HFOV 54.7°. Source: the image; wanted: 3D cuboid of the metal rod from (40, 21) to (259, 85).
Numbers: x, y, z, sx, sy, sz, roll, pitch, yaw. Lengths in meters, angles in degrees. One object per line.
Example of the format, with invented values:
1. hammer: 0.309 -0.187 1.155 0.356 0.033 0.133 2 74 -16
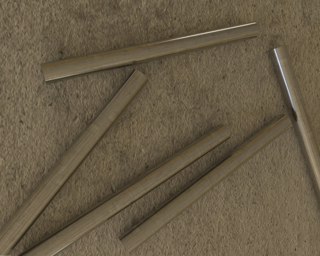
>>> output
1. metal rod: 0.001 -0.104 0.409 0.302 0.025 0.025 -17 96 -19

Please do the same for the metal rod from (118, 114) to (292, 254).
1. metal rod: 0.074 0.069 0.436 0.302 0.025 0.025 -34 101 -17

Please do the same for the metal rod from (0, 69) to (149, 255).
1. metal rod: -0.113 0.049 0.367 0.025 0.025 0.300 41 77 -16

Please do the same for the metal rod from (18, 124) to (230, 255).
1. metal rod: -0.031 0.079 0.397 0.302 0.025 0.025 -31 101 -17

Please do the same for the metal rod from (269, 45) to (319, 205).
1. metal rod: 0.234 0.015 0.494 0.025 0.025 0.299 -24 98 -18
